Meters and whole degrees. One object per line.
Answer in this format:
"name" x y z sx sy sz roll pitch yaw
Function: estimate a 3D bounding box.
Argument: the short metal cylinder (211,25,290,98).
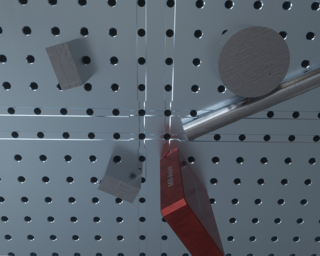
"short metal cylinder" 0.106 -0.081 0.372 0.081 0.050 0.079 0 110 -1

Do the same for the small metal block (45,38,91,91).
"small metal block" -0.107 -0.077 0.370 0.025 0.050 0.050 -15 110 5

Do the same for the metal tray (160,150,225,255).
"metal tray" 0.036 0.094 0.393 0.030 0.130 0.090 -31 108 10

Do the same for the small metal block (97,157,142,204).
"small metal block" -0.053 0.071 0.425 0.050 0.050 0.025 25 108 -9

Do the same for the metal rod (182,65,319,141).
"metal rod" 0.172 -0.053 0.396 0.301 0.025 0.025 -23 109 8
